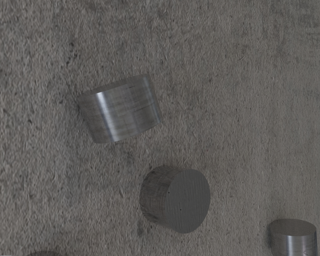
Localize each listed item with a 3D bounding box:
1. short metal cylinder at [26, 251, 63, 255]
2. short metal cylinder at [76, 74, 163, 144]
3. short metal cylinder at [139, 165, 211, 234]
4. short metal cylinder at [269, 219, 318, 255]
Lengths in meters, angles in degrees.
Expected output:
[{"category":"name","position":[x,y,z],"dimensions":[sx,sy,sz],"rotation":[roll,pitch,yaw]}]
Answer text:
[{"category":"short metal cylinder","position":[-0.110,0.166,0.296],"dimensions":[0.081,0.050,0.080],"rotation":[0,90,-40]},{"category":"short metal cylinder","position":[-0.042,-0.023,0.333],"dimensions":[0.081,0.080,0.050],"rotation":[-28,108,-36]},{"category":"short metal cylinder","position":[0.020,0.091,0.406],"dimensions":[0.081,0.050,0.080],"rotation":[0,90,-40]},{"category":"short metal cylinder","position":[0.248,0.208,0.577],"dimensions":[0.081,0.080,0.050],"rotation":[-9,96,-40]}]
